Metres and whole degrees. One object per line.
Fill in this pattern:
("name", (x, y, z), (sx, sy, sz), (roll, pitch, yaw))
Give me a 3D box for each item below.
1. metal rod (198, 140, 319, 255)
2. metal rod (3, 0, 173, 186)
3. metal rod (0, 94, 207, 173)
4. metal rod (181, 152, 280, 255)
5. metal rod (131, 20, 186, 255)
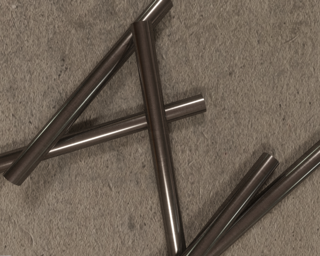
("metal rod", (0.122, 0.114, 0.411), (0.300, 0.025, 0.025), (-42, 91, -1))
("metal rod", (-0.086, -0.053, 0.393), (0.025, 0.025, 0.300), (39, 84, -1))
("metal rod", (-0.087, 0.010, 0.408), (0.302, 0.025, 0.025), (-17, 90, -1))
("metal rod", (0.050, 0.153, 0.392), (0.025, 0.025, 0.300), (41, 82, 0))
("metal rod", (0.001, 0.021, 0.389), (0.025, 0.025, 0.298), (-9, 99, 0))
